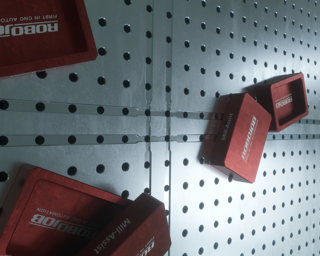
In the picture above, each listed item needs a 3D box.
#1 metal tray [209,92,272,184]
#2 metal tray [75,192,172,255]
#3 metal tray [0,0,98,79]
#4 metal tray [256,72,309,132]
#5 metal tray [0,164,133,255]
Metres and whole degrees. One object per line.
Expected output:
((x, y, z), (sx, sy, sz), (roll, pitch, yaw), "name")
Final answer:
((0.138, 0.017, 0.520), (0.090, 0.030, 0.130), (32, 70, -35), "metal tray")
((-0.043, 0.146, 0.347), (0.131, 0.030, 0.090), (-39, 136, -34), "metal tray")
((-0.132, -0.097, 0.294), (0.131, 0.030, 0.090), (-22, 104, -38), "metal tray")
((0.242, -0.052, 0.606), (0.131, 0.030, 0.090), (-21, 104, -38), "metal tray")
((-0.096, 0.101, 0.324), (0.131, 0.030, 0.090), (30, 71, -36), "metal tray")
